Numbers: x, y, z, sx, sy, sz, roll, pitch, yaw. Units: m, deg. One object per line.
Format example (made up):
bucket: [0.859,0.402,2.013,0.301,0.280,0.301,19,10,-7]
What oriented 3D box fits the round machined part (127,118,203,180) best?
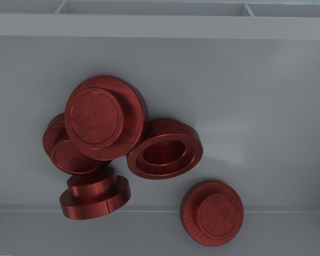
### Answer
round machined part: [0.004,0.024,0.410,0.099,0.042,0.097,-8,139,-6]

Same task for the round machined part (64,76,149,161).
round machined part: [-0.066,-0.011,0.353,0.098,0.042,0.097,1,92,15]

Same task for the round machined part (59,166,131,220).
round machined part: [-0.093,0.086,0.441,0.098,0.098,0.042,-9,103,7]

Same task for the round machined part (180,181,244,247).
round machined part: [0.083,0.131,0.473,0.099,0.098,0.042,11,173,-9]

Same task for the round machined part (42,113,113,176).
round machined part: [-0.109,0.028,0.420,0.099,0.042,0.097,0,130,0]
